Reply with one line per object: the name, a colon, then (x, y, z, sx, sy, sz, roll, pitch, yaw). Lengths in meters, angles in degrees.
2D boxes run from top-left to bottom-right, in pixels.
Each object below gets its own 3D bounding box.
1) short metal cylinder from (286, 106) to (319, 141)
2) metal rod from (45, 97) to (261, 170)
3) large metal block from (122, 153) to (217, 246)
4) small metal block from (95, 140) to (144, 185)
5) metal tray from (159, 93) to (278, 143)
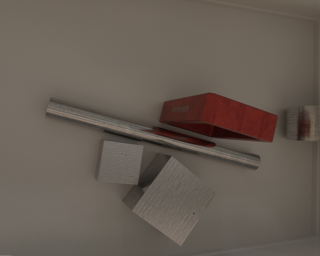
short metal cylinder: (0.235, -0.006, 0.470, 0.081, 0.080, 0.050, 1, 90, -20)
metal rod: (0.006, 0.014, 0.413, 0.302, 0.025, 0.025, 15, 85, -20)
large metal block: (0.012, 0.090, 0.403, 0.080, 0.050, 0.080, 41, 77, -16)
small metal block: (-0.052, 0.043, 0.392, 0.050, 0.025, 0.050, 9, 87, -20)
metal tray: (0.065, -0.010, 0.380, 0.091, 0.130, 0.030, 16, 85, -20)
